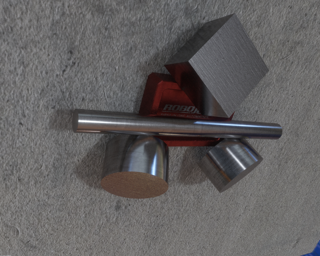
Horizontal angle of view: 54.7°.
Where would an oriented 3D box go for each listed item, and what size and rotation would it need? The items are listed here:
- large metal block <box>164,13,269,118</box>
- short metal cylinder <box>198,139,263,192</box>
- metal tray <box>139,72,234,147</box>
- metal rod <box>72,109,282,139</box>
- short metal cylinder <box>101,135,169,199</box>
[{"bbox_3d":[0.066,-0.069,0.357,0.080,0.050,0.080,-48,115,-16],"label":"large metal block"},{"bbox_3d":[0.104,0.052,0.460,0.080,0.050,0.080,-32,158,-15],"label":"short metal cylinder"},{"bbox_3d":[0.038,-0.021,0.414,0.131,0.030,0.089,2,118,-29],"label":"metal tray"},{"bbox_3d":[0.044,-0.001,0.393,0.302,0.025,0.025,3,117,-30],"label":"metal rod"},{"bbox_3d":[-0.029,0.049,0.383,0.080,0.050,0.080,1,146,1],"label":"short metal cylinder"}]
